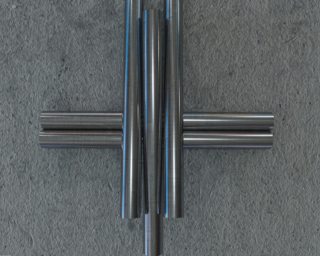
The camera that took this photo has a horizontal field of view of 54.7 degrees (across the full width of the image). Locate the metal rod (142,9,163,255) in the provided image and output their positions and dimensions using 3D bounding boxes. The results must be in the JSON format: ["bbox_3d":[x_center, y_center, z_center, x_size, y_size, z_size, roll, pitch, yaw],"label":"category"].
[{"bbox_3d":[-0.009,0.005,0.385,0.025,0.025,0.298,0,90,-1],"label":"metal rod"}]

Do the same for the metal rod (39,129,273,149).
[{"bbox_3d":[-0.004,0.015,0.412,0.302,0.025,0.025,0,90,-1],"label":"metal rod"}]

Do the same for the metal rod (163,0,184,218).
[{"bbox_3d":[0.017,-0.042,0.390,0.025,0.025,0.298,0,82,-1],"label":"metal rod"}]

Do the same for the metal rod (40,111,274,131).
[{"bbox_3d":[-0.003,-0.010,0.412,0.302,0.025,0.025,0,90,-1],"label":"metal rod"}]

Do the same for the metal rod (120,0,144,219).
[{"bbox_3d":[-0.034,-0.042,0.390,0.025,0.025,0.298,0,82,-1],"label":"metal rod"}]
